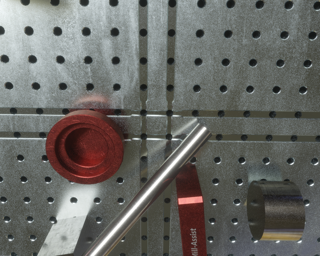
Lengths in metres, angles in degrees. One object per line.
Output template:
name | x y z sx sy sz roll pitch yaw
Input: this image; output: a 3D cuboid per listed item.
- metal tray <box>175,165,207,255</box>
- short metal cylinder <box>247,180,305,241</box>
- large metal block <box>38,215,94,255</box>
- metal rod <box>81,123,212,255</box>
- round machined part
metal tray | 0.042 0.128 0.426 0.030 0.090 0.129 -6 110 2
short metal cylinder | 0.156 0.113 0.427 0.050 0.080 0.079 1 110 -1
large metal block | -0.130 0.189 0.452 0.050 0.080 0.079 -10 110 4
metal rod | -0.039 0.113 0.404 0.025 0.025 0.300 43 85 -14
round machined part | -0.095 0.022 0.412 0.099 0.042 0.097 0 110 0
